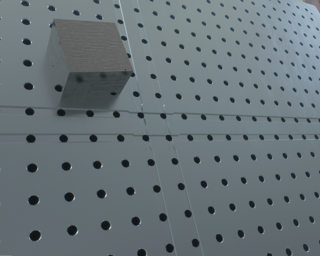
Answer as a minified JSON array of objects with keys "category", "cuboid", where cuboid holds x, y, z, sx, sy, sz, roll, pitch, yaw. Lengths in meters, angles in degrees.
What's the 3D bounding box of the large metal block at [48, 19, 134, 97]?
[{"category":"large metal block","cuboid":[-0.091,-0.090,0.399,0.081,0.050,0.080,-8,66,-32]}]
